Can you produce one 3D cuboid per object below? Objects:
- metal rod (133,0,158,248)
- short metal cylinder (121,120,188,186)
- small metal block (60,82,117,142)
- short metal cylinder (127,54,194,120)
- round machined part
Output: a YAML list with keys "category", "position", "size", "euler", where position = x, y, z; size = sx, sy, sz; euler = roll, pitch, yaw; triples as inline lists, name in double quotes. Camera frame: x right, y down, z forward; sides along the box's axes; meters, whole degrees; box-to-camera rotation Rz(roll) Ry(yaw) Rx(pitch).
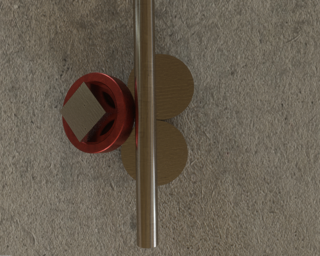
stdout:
- category: "metal rod"
  position: [-0.017, -0.014, 0.361]
  size: [0.025, 0.025, 0.298]
  euler: [-1, 90, 0]
- category: "short metal cylinder"
  position: [-0.007, 0.030, 0.398]
  size: [0.081, 0.050, 0.080]
  euler: [0, 89, 0]
- category: "small metal block"
  position: [-0.085, -0.018, 0.370]
  size: [0.050, 0.025, 0.050]
  euler: [-46, 68, 19]
- category: "short metal cylinder"
  position: [0.001, -0.050, 0.399]
  size: [0.081, 0.050, 0.079]
  euler: [0, 90, 0]
- category: "round machined part"
  position: [-0.072, -0.017, 0.389]
  size: [0.098, 0.042, 0.097]
  euler: [-1, 87, 29]
